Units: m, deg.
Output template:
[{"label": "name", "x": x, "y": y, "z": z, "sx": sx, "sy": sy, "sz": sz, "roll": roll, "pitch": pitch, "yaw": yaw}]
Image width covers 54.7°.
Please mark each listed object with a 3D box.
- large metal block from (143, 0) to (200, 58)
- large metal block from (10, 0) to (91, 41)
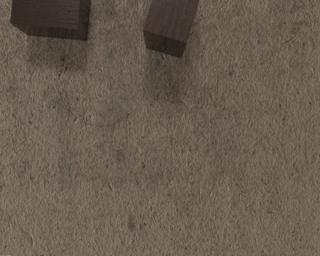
[{"label": "large metal block", "x": 0.017, "y": -0.140, "z": 0.383, "sx": 0.050, "sy": 0.080, "sz": 0.080, "roll": 17, "pitch": 90, "yaw": 0}, {"label": "large metal block", "x": -0.136, "y": -0.161, "z": 0.396, "sx": 0.081, "sy": 0.050, "sz": 0.079, "roll": 5, "pitch": 90, "yaw": -1}]
